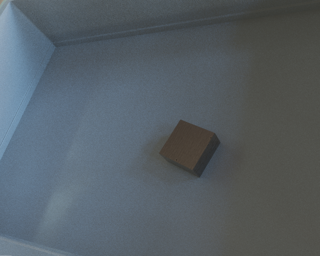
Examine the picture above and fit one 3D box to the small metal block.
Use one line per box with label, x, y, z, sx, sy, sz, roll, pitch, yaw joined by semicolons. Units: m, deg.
small metal block;0.036;0.024;0.371;0.050;0.025;0.050;24;74;36
